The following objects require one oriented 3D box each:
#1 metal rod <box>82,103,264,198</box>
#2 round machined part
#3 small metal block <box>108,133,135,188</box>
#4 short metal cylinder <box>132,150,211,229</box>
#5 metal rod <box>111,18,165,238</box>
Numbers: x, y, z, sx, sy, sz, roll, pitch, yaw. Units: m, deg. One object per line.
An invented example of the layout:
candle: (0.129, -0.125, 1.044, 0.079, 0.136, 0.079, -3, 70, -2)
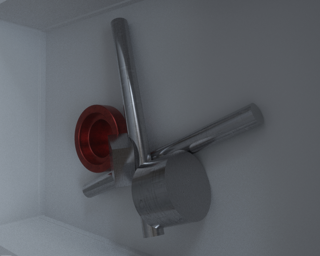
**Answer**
metal rod: (-0.006, 0.042, 0.408, 0.299, 0.025, 0.025, -28, 73, 36)
round machined part: (-0.079, 0.015, 0.457, 0.098, 0.042, 0.097, 0, 90, 39)
small metal block: (-0.048, 0.039, 0.389, 0.050, 0.025, 0.050, -130, 36, -66)
short metal cylinder: (0.014, 0.071, 0.356, 0.050, 0.081, 0.080, -25, 75, 37)
metal rod: (-0.033, -0.013, 0.407, 0.025, 0.025, 0.299, -24, 68, 37)
